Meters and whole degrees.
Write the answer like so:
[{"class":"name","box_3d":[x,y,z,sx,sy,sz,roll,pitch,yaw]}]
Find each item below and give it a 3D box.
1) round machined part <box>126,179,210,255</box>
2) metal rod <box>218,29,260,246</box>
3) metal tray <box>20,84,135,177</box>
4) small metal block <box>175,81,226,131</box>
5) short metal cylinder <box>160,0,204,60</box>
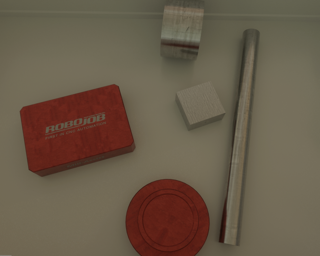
[{"class":"round machined part","box_3d":[0.009,0.108,0.361,0.099,0.042,0.098,0,70,-1]},{"class":"metal rod","box_3d":[0.108,-0.002,0.411,0.025,0.025,0.299,10,70,3]},{"class":"metal tray","box_3d":[-0.106,0.002,0.405,0.131,0.030,0.090,-15,71,-6]},{"class":"small metal block","box_3d":[0.054,-0.030,0.421,0.050,0.025,0.050,-19,71,-7]},{"class":"short metal cylinder","box_3d":[0.030,-0.137,0.431,0.050,0.080,0.080,7,70,2]}]
